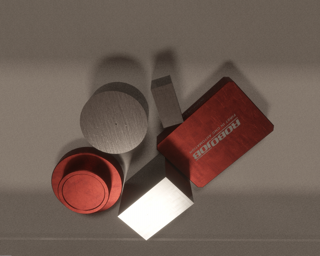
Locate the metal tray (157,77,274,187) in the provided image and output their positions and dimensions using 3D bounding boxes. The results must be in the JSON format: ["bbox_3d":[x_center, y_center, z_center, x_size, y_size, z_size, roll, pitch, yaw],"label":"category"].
[{"bbox_3d":[0.071,0.008,0.413,0.130,0.030,0.090,-42,105,13],"label":"metal tray"}]

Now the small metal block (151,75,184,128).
[{"bbox_3d":[0.009,-0.034,0.386,0.025,0.050,0.050,-17,110,6],"label":"small metal block"}]

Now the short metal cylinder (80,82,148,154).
[{"bbox_3d":[-0.055,-0.014,0.392,0.081,0.050,0.079,0,110,-1],"label":"short metal cylinder"}]

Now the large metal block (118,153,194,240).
[{"bbox_3d":[-0.005,0.086,0.414,0.080,0.080,0.050,-41,105,13],"label":"large metal block"}]

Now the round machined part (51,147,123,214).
[{"bbox_3d":[-0.102,0.079,0.430,0.099,0.042,0.097,0,110,-1],"label":"round machined part"}]
